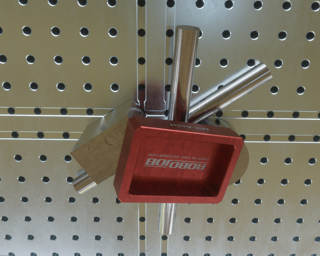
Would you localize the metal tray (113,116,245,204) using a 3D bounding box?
[{"bbox_3d":[0.021,0.040,0.350,0.131,0.030,0.089,7,111,-23],"label":"metal tray"}]

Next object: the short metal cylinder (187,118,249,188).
[{"bbox_3d":[0.072,0.033,0.412,0.081,0.050,0.079,0,110,-1],"label":"short metal cylinder"}]

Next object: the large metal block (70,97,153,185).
[{"bbox_3d":[-0.055,0.013,0.387,0.080,0.080,0.050,-32,107,11],"label":"large metal block"}]

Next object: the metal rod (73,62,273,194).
[{"bbox_3d":[0.009,0.006,0.416,0.300,0.025,0.025,-32,107,10],"label":"metal rod"}]

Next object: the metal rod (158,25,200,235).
[{"bbox_3d":[0.019,0.024,0.398,0.025,0.025,0.298,3,119,-2],"label":"metal rod"}]
